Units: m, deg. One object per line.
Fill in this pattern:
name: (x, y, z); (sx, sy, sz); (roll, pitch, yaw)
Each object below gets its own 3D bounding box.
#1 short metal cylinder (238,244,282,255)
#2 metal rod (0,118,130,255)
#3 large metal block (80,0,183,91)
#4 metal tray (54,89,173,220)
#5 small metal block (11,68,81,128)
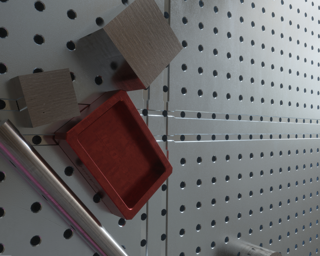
short metal cylinder: (0.177, 0.252, 0.545); (0.081, 0.050, 0.079); (0, 90, -40)
metal rod: (-0.077, 0.114, 0.346); (0.025, 0.025, 0.299); (-48, 119, -30)
large metal block: (-0.031, -0.101, 0.369); (0.080, 0.050, 0.080); (-52, 121, -27)
metal tray: (-0.048, 0.031, 0.367); (0.090, 0.030, 0.130); (-45, 117, -31)
small metal block: (-0.115, -0.031, 0.314); (0.050, 0.025, 0.050); (-20, 103, -39)
